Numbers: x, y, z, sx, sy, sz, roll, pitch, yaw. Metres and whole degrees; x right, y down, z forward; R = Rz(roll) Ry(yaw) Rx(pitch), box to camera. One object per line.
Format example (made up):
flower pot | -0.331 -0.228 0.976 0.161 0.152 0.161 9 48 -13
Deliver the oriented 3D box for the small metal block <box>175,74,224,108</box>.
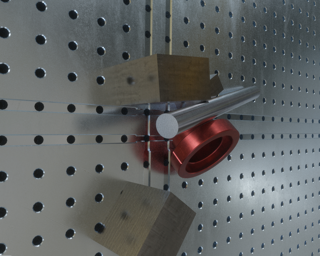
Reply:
small metal block | 0.052 -0.051 0.437 0.050 0.050 0.025 -40 115 -33

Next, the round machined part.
round machined part | 0.056 0.022 0.423 0.099 0.042 0.098 -25 148 -17

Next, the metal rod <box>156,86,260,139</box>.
metal rod | 0.086 -0.032 0.424 0.302 0.025 0.025 -21 104 -56

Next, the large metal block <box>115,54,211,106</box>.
large metal block | 0.003 -0.056 0.376 0.081 0.080 0.050 -7 95 -40

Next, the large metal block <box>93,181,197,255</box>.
large metal block | -0.018 0.115 0.359 0.050 0.080 0.080 46 63 -31
